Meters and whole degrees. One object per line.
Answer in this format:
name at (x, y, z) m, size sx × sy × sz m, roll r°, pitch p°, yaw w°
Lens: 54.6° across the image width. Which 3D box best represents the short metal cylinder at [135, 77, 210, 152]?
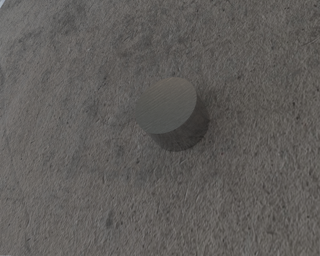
short metal cylinder at (0.016, -0.017, 0.390) m, size 0.080 × 0.050 × 0.080 m, roll -13°, pitch 56°, yaw 21°
